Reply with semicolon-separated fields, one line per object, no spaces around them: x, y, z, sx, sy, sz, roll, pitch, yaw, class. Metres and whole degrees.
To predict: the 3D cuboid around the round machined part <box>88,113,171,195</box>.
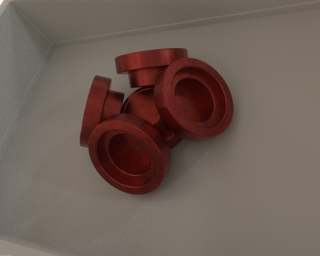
-0.032;0.027;0.367;0.098;0.097;0.042;-1;25;27;round machined part

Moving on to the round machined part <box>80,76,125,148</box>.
-0.075;-0.019;0.418;0.042;0.098;0.098;12;62;-8;round machined part

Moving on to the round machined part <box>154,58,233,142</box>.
0.036;-0.030;0.369;0.042;0.099;0.098;-33;40;55;round machined part

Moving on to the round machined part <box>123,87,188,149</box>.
-0.012;-0.017;0.408;0.098;0.042;0.098;-13;56;20;round machined part

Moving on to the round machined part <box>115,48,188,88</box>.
-0.010;-0.079;0.420;0.098;0.098;0.042;-3;98;26;round machined part
